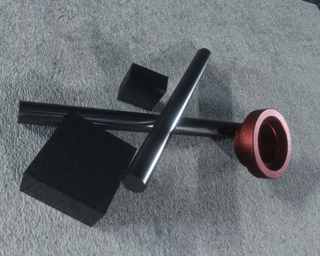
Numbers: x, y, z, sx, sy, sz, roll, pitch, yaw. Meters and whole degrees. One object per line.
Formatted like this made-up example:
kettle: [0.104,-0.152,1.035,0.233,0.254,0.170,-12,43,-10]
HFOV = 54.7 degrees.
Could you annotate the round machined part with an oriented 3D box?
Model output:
round machined part: [0.143,0.023,0.443,0.099,0.042,0.097,5,83,-40]

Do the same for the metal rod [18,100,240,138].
metal rod: [-0.017,-0.006,0.400,0.302,0.025,0.025,5,60,-26]

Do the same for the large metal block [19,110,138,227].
large metal block: [-0.082,0.042,0.319,0.080,0.050,0.080,31,52,-9]

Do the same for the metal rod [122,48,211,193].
metal rod: [0.024,-0.034,0.411,0.025,0.025,0.301,35,42,-5]

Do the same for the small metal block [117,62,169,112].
small metal block: [-0.023,-0.053,0.409,0.050,0.050,0.025,19,54,-17]
